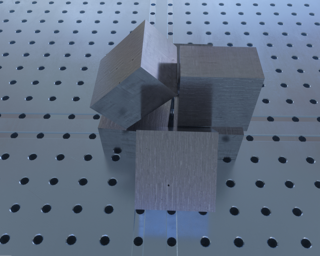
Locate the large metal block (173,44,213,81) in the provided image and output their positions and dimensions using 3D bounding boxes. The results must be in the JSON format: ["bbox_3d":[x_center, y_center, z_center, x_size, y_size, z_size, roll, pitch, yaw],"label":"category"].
[{"bbox_3d":[0.027,-0.081,0.431,0.080,0.080,0.050,2,89,1],"label":"large metal block"}]

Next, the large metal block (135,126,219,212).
[{"bbox_3d":[0.017,0.041,0.331,0.080,0.050,0.080,2,95,1],"label":"large metal block"}]

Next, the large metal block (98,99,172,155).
[{"bbox_3d":[-0.027,-0.011,0.401,0.080,0.050,0.080,5,50,4],"label":"large metal block"}]

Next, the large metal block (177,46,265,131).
[{"bbox_3d":[0.061,-0.042,0.343,0.080,0.080,0.050,1,50,1],"label":"large metal block"}]

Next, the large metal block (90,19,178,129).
[{"bbox_3d":[-0.027,-0.058,0.345,0.080,0.050,0.080,-31,40,33],"label":"large metal block"}]

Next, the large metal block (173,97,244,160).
[{"bbox_3d":[0.058,-0.008,0.398,0.080,0.050,0.080,2,50,2],"label":"large metal block"}]
